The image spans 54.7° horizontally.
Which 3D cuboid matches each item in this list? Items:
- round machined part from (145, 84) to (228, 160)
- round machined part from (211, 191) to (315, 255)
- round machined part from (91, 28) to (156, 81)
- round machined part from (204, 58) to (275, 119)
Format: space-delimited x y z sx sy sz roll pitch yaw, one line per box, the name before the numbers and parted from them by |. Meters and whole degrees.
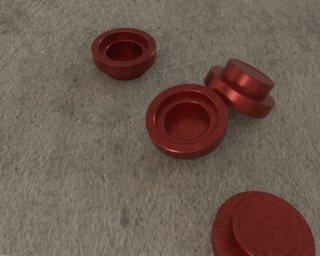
round machined part | 0.034 -0.004 0.387 0.098 0.042 0.098 -5 59 8
round machined part | 0.102 0.105 0.305 0.099 0.042 0.098 0 50 0
round machined part | -0.055 -0.112 0.485 0.099 0.042 0.098 0 50 0
round machined part | 0.112 -0.058 0.414 0.099 0.042 0.098 23 28 -12
